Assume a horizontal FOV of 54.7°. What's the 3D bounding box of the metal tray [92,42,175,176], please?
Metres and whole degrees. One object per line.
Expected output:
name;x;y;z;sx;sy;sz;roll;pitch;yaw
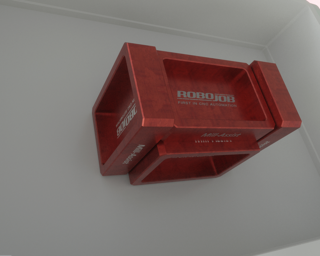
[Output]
metal tray;-0.036;-0.013;0.325;0.030;0.129;0.090;1;62;-28

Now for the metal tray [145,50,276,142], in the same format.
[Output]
metal tray;0.053;-0.032;0.332;0.131;0.030;0.090;1;61;-28

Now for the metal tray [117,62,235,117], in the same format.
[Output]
metal tray;0.018;-0.046;0.398;0.131;0.090;0.030;0;63;-28

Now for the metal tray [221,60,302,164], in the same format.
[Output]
metal tray;0.108;-0.013;0.401;0.030;0.129;0.090;1;62;-28

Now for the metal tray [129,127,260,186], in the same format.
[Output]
metal tray;0.037;0.033;0.360;0.131;0.090;0.030;0;61;-28
